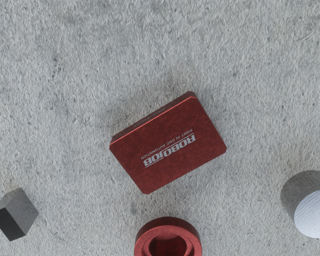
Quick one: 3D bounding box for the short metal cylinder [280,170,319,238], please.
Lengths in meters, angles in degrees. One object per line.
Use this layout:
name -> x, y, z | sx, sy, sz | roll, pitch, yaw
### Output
short metal cylinder -> 0.221, 0.107, 0.439 | 0.081, 0.050, 0.079 | 0, 110, -1

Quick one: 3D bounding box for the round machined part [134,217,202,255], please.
round machined part -> 0.012, 0.173, 0.465 | 0.099, 0.042, 0.097 | 0, 110, -1

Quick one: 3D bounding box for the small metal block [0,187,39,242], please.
small metal block -> -0.204, 0.121, 0.438 | 0.025, 0.050, 0.050 | -23, 109, 8

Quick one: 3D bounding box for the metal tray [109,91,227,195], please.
metal tray -> 0.011, 0.022, 0.415 | 0.130, 0.030, 0.090 | -30, 108, 10
